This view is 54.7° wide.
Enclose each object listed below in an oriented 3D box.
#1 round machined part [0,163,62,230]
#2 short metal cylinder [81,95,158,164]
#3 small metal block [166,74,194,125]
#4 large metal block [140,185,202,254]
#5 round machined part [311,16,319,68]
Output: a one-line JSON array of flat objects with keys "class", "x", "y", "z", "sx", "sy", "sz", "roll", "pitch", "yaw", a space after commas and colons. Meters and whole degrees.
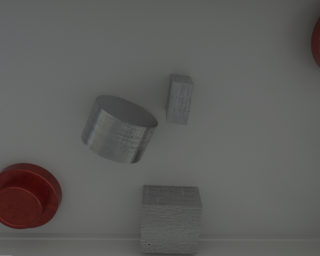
[{"class": "round machined part", "x": -0.194, "y": 0.103, "z": 0.437, "sx": 0.099, "sy": 0.042, "sz": 0.097, "roll": 0, "pitch": 110, "yaw": -1}, {"class": "short metal cylinder", "x": -0.049, "y": 0.000, "z": 0.381, "sx": 0.080, "sy": 0.080, "sz": 0.050, "roll": 23, "pitch": 108, "yaw": -9}, {"class": "small metal block", "x": 0.023, "y": -0.037, "z": 0.385, "sx": 0.025, "sy": 0.050, "sz": 0.050, "roll": 7, "pitch": 110, "yaw": -3}, {"class": "large metal block", "x": 0.014, "y": 0.131, "z": 0.447, "sx": 0.081, "sy": 0.050, "sz": 0.079, "roll": 2, "pitch": 110, "yaw": -2}, {"class": "round machined part", "x": 0.228, "y": -0.107, "z": 0.366, "sx": 0.099, "sy": 0.042, "sz": 0.097, "roll": 0, "pitch": 110, "yaw": 0}]
